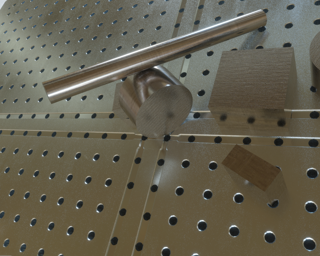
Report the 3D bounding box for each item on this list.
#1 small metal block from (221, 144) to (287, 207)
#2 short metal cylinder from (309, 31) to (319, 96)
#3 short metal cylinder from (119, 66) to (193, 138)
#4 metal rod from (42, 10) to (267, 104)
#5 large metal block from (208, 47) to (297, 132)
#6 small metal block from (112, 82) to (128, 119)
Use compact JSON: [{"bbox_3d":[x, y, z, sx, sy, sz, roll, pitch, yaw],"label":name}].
[{"bbox_3d":[0.096,0.048,0.312,0.050,0.050,0.025,34,81,38],"label":"small metal block"},{"bbox_3d":[0.204,-0.070,0.328,0.080,0.050,0.080,-13,56,21],"label":"short metal cylinder"},{"bbox_3d":[-0.006,-0.034,0.397,0.080,0.080,0.050,-40,51,1],"label":"short metal cylinder"},{"bbox_3d":[0.009,-0.095,0.382,0.302,0.025,0.025,-24,48,-19],"label":"metal rod"},{"bbox_3d":[0.110,-0.045,0.362,0.080,0.050,0.080,4,64,30],"label":"large metal block"},{"bbox_3d":[-0.039,-0.044,0.456,0.050,0.025,0.050,-11,57,22],"label":"small metal block"}]
